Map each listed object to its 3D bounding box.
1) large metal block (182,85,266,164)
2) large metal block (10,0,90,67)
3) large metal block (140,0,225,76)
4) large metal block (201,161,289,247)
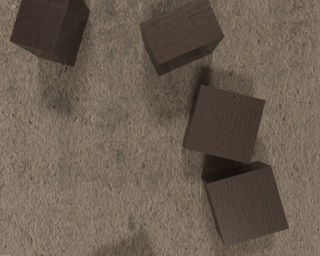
[{"bbox_3d":[0.079,-0.004,0.399,0.080,0.050,0.080,14,90,-1],"label":"large metal block"},{"bbox_3d":[-0.130,-0.127,0.381,0.050,0.080,0.080,16,90,0],"label":"large metal block"},{"bbox_3d":[0.024,-0.109,0.383,0.080,0.080,0.050,-24,90,0],"label":"large metal block"},{"bbox_3d":[0.106,0.094,0.399,0.080,0.050,0.080,-16,90,-1],"label":"large metal block"}]
